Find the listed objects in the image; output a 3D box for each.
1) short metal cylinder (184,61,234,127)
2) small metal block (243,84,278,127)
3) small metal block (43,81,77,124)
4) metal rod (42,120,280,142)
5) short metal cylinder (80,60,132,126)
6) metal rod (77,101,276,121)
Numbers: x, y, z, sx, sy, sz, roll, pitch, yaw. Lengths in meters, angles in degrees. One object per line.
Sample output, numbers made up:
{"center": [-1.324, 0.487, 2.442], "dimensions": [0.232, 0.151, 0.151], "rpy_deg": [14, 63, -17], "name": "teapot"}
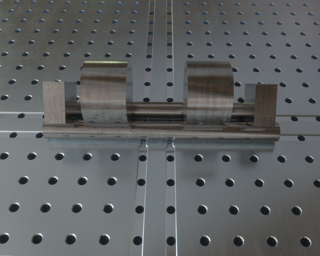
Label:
{"center": [0.056, -0.041, 0.378], "dimensions": [0.050, 0.080, 0.080], "rpy_deg": [1, 50, 0], "name": "short metal cylinder"}
{"center": [0.124, -0.030, 0.388], "dimensions": [0.025, 0.050, 0.050], "rpy_deg": [0, 9, 1], "name": "small metal block"}
{"center": [-0.124, -0.033, 0.389], "dimensions": [0.025, 0.050, 0.050], "rpy_deg": [0, 8, 1], "name": "small metal block"}
{"center": [0.002, 0.003, 0.405], "dimensions": [0.302, 0.025, 0.025], "rpy_deg": [1, 50, 0], "name": "metal rod"}
{"center": [-0.062, -0.042, 0.379], "dimensions": [0.050, 0.080, 0.080], "rpy_deg": [1, 50, 0], "name": "short metal cylinder"}
{"center": [0.005, -0.023, 0.427], "dimensions": [0.302, 0.025, 0.025], "rpy_deg": [1, 50, 0], "name": "metal rod"}
